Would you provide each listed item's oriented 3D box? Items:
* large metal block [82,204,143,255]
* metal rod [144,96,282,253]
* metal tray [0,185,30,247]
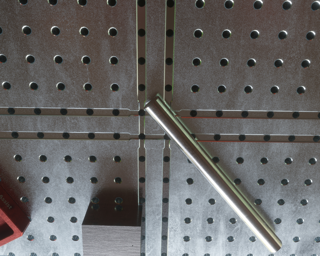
[{"bbox_3d":[-0.068,0.162,0.459,0.081,0.050,0.079,2,110,-1],"label":"large metal block"},{"bbox_3d":[0.084,0.075,0.442,0.025,0.025,0.300,-38,106,12],"label":"metal rod"},{"bbox_3d":[-0.268,0.118,0.450,0.090,0.030,0.130,-28,108,9],"label":"metal tray"}]
